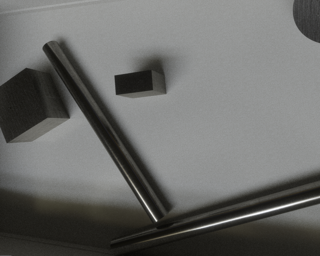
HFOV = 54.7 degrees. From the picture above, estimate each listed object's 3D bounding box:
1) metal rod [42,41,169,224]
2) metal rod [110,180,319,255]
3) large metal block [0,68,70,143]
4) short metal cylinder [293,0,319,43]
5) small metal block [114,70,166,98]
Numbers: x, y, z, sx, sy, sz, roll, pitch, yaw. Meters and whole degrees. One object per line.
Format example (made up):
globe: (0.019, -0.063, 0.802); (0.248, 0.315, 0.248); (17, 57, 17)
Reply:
metal rod: (-0.082, -0.002, 0.438); (0.025, 0.025, 0.299); (-38, 78, 16)
metal rod: (0.071, 0.114, 0.384); (0.300, 0.025, 0.025); (-21, 83, 18)
large metal block: (-0.196, -0.031, 0.465); (0.080, 0.050, 0.080); (-28, 81, 17)
short metal cylinder: (0.181, -0.132, 0.312); (0.080, 0.050, 0.079); (17, 137, 17)
small metal block: (-0.024, -0.056, 0.405); (0.050, 0.050, 0.025); (-5, 89, 19)
